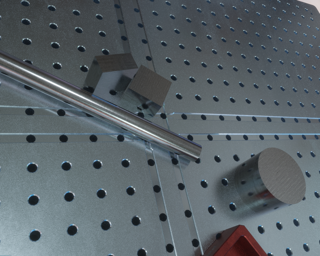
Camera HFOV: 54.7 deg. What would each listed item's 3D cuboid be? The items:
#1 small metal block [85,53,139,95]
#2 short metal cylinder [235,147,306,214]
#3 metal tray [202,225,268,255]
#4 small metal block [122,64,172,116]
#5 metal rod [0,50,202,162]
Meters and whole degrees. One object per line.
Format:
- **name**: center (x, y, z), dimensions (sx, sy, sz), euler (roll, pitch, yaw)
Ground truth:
- **small metal block**: center (-0.063, -0.070, 0.402), dimensions (0.050, 0.050, 0.025), euler (-15, 70, -34)
- **short metal cylinder**: center (0.153, 0.074, 0.432), dimensions (0.081, 0.050, 0.080), euler (14, 56, -21)
- **metal tray**: center (0.075, 0.181, 0.336), dimensions (0.131, 0.030, 0.090), euler (-31, 79, -38)
- **small metal block**: center (-0.017, -0.053, 0.433), dimensions (0.050, 0.025, 0.050), euler (29, 52, -10)
- **metal rod**: center (-0.083, -0.029, 0.381), dimensions (0.301, 0.025, 0.025), euler (25, 53, -13)
